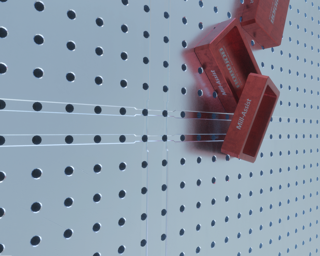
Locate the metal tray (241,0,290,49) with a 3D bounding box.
[{"bbox_3d":[0.200,-0.227,0.577,0.090,0.030,0.130,26,74,-37],"label":"metal tray"}]

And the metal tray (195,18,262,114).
[{"bbox_3d":[0.118,-0.099,0.507,0.090,0.030,0.130,-48,119,-29],"label":"metal tray"}]

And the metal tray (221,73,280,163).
[{"bbox_3d":[0.148,-0.012,0.497,0.090,0.030,0.129,20,90,-56],"label":"metal tray"}]
